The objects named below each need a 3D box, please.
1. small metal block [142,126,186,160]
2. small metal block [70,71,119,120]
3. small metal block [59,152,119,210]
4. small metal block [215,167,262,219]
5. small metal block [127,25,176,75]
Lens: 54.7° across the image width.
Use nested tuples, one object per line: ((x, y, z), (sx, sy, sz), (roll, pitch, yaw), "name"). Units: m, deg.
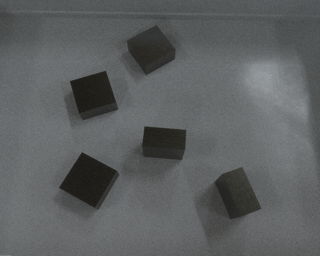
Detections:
((0.005, 0.020, 0.389), (0.050, 0.050, 0.025), (5, 70, 1), "small metal block")
((-0.090, -0.045, 0.425), (0.050, 0.025, 0.050), (-18, 71, -7), "small metal block")
((-0.086, 0.066, 0.385), (0.050, 0.025, 0.050), (27, 72, 9), "small metal block")
((0.091, 0.079, 0.369), (0.025, 0.050, 0.050), (-19, 71, -7), "small metal block")
((-0.013, -0.114, 0.451), (0.050, 0.025, 0.050), (-31, 73, -11), "small metal block")
